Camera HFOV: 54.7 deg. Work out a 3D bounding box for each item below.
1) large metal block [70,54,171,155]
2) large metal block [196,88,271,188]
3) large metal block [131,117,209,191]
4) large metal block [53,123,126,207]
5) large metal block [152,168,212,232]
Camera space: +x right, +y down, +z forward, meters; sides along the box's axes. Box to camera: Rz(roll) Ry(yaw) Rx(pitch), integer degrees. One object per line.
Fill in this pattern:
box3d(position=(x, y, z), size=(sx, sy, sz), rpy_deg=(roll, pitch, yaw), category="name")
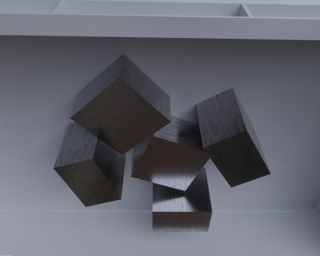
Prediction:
box3d(position=(-0.044, -0.025, 0.368), size=(0.080, 0.050, 0.080), rpy_deg=(-35, 123, 25), category="large metal block")
box3d(position=(0.089, 0.012, 0.382), size=(0.050, 0.080, 0.080), rpy_deg=(-25, 126, 19), category="large metal block")
box3d(position=(0.013, 0.033, 0.419), size=(0.081, 0.050, 0.079), rpy_deg=(17, 128, -15), category="large metal block")
box3d(position=(-0.086, 0.043, 0.407), size=(0.050, 0.080, 0.080), rpy_deg=(-15, 129, 12), category="large metal block")
box3d(position=(0.030, 0.106, 0.462), size=(0.081, 0.080, 0.050), rpy_deg=(1, 130, -1), category="large metal block")
